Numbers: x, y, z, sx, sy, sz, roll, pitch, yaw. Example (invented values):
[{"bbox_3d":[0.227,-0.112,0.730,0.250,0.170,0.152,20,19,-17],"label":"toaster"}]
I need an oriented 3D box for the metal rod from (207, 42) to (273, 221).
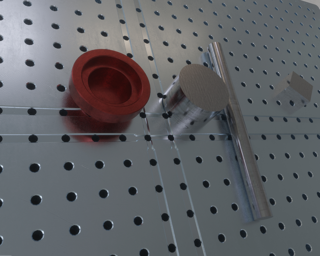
[{"bbox_3d":[0.116,-0.012,0.477,0.025,0.025,0.299,5,59,-26],"label":"metal rod"}]

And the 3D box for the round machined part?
[{"bbox_3d":[-0.065,-0.048,0.392,0.099,0.042,0.098,14,56,-21],"label":"round machined part"}]

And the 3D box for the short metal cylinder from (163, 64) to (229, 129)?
[{"bbox_3d":[0.052,-0.045,0.447,0.081,0.050,0.080,14,56,-21],"label":"short metal cylinder"}]

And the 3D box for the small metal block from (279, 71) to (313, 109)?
[{"bbox_3d":[0.262,-0.073,0.594,0.050,0.025,0.050,36,51,-5],"label":"small metal block"}]
